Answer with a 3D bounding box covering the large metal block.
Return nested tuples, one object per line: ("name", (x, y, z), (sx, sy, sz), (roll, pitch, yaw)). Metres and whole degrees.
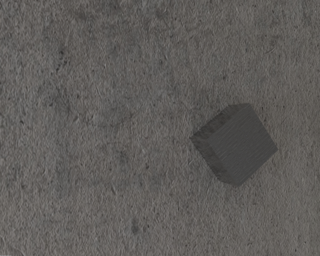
("large metal block", (0.103, 0.022, 0.433), (0.080, 0.050, 0.080), (-39, 103, -16))
